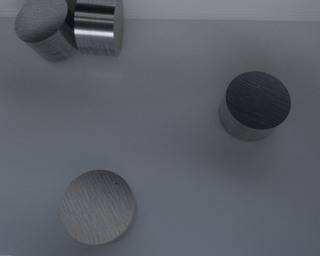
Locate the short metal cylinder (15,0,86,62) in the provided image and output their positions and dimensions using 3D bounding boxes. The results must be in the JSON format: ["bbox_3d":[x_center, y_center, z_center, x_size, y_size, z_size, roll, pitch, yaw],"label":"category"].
[{"bbox_3d":[-0.153,-0.141,0.436,0.080,0.050,0.080,-5,70,14],"label":"short metal cylinder"}]

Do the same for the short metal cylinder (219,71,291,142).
[{"bbox_3d":[0.122,-0.027,0.407,0.081,0.050,0.080,0,70,0],"label":"short metal cylinder"}]

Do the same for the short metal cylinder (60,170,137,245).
[{"bbox_3d":[-0.068,0.093,0.362,0.081,0.050,0.080,0,70,0],"label":"short metal cylinder"}]

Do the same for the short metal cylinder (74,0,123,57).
[{"bbox_3d":[-0.082,-0.142,0.432,0.050,0.080,0.080,5,70,1],"label":"short metal cylinder"}]
